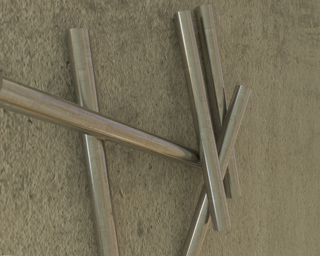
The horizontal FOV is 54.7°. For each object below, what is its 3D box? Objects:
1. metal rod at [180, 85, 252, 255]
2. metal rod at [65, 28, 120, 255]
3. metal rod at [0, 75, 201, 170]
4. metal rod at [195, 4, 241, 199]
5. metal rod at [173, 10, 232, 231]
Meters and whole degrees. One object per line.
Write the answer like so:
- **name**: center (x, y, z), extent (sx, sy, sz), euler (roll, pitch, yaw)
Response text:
- **metal rod**: center (0.077, 0.080, 0.448), extent (0.025, 0.025, 0.299), euler (26, 80, -37)
- **metal rod**: center (-0.071, 0.044, 0.345), extent (0.025, 0.025, 0.298), euler (-12, 98, -39)
- **metal rod**: center (-0.032, 0.010, 0.350), extent (0.301, 0.025, 0.025), euler (22, 76, -46)
- **metal rod**: center (0.092, -0.035, 0.481), extent (0.025, 0.025, 0.298), euler (-18, 102, -39)
- **metal rod**: center (0.057, -0.011, 0.425), extent (0.025, 0.025, 0.298), euler (-9, 87, -40)
